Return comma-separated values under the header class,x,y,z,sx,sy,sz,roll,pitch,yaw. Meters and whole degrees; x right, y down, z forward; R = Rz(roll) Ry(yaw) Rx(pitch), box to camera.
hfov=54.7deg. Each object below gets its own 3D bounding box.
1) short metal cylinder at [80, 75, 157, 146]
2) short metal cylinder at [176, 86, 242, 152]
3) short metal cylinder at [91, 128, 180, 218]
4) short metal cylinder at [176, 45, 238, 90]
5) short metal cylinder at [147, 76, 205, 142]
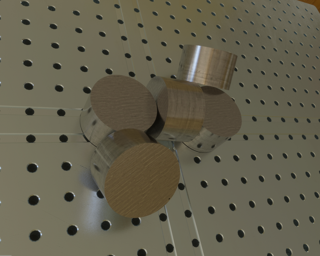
class,x,y,z,sx,sy,sz,roll,pitch,yaw
short metal cylinder,-0.051,-0.017,0.376,0.081,0.050,0.080,14,56,-21
short metal cylinder,0.067,-0.012,0.436,0.081,0.050,0.080,14,56,-21
short metal cylinder,-0.026,0.046,0.325,0.081,0.050,0.079,-9,110,-25
short metal cylinder,0.068,-0.089,0.457,0.081,0.080,0.050,8,100,-24
short metal cylinder,0.014,-0.023,0.396,0.050,0.080,0.080,5,60,-26
